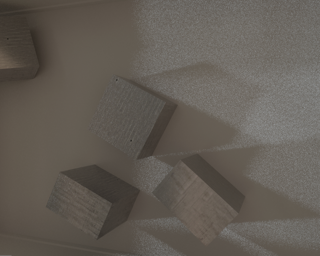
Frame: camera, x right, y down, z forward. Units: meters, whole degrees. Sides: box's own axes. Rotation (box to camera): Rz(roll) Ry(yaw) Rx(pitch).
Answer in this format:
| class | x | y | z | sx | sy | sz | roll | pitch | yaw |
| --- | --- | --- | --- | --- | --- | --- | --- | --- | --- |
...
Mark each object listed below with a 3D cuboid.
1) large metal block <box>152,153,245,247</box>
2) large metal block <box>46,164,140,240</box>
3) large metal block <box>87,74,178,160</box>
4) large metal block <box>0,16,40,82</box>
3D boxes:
| class | x | y | z | sx | sy | sz | roll | pitch | yaw |
| --- | --- | --- | --- | --- | --- | --- | --- | --- | --- |
| large metal block | 0.049 | 0.078 | 0.364 | 0.080 | 0.080 | 0.050 | 42 | 103 | 15 |
| large metal block | -0.086 | 0.093 | 0.411 | 0.080 | 0.080 | 0.050 | 26 | 99 | 18 |
| large metal block | -0.036 | -0.015 | 0.410 | 0.080 | 0.050 | 0.080 | 30 | 100 | 17 |
| large metal block | -0.234 | -0.115 | 0.456 | 0.050 | 0.081 | 0.080 | -26 | 79 | 56 |
